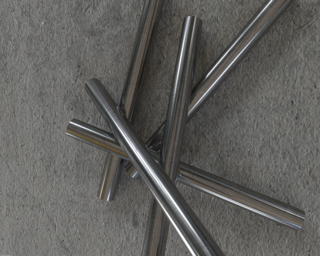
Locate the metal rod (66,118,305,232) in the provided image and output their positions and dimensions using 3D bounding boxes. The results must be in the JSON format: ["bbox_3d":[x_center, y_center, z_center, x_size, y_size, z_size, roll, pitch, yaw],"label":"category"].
[{"bbox_3d":[0.022,0.052,0.380,0.301,0.025,0.025,21,97,11],"label":"metal rod"}]

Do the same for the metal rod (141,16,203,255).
[{"bbox_3d":[0.016,0.008,0.364,0.025,0.025,0.299,6,77,20],"label":"metal rod"}]

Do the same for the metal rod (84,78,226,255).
[{"bbox_3d":[-0.023,0.031,0.352,0.025,0.025,0.300,-49,51,13],"label":"metal rod"}]

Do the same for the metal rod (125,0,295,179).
[{"bbox_3d":[0.057,-0.050,0.388,0.025,0.025,0.299,44,103,14],"label":"metal rod"}]

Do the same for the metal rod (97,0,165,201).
[{"bbox_3d":[-0.039,-0.046,0.422,0.025,0.025,0.298,16,95,19],"label":"metal rod"}]
